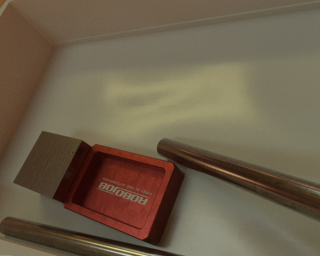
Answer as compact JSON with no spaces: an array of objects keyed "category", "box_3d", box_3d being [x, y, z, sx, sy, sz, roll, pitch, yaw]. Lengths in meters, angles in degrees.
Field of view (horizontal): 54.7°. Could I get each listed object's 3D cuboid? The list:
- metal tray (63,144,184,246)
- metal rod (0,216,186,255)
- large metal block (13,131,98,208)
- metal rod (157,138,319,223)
[{"category":"metal tray","box_3d":[-0.046,0.076,0.378,0.130,0.030,0.090,10,67,32]},{"category":"metal rod","box_3d":[-0.079,0.138,0.360,0.300,0.025,0.025,1,62,28]},{"category":"large metal block","box_3d":[-0.138,0.056,0.426,0.080,0.050,0.080,10,67,32]},{"category":"metal rod","box_3d":[0.081,0.044,0.259,0.025,0.025,0.300,-56,29,-11]}]
